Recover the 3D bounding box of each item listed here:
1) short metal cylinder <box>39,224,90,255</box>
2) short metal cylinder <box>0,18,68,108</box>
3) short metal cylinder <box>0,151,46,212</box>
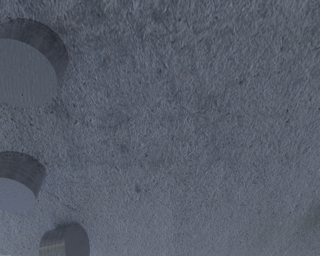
[{"bbox_3d":[-0.169,0.218,0.555,0.050,0.080,0.080,-17,128,13],"label":"short metal cylinder"},{"bbox_3d":[-0.145,-0.069,0.331,0.081,0.050,0.079,0,130,0],"label":"short metal cylinder"},{"bbox_3d":[-0.217,0.080,0.457,0.081,0.050,0.079,0,130,0],"label":"short metal cylinder"}]
